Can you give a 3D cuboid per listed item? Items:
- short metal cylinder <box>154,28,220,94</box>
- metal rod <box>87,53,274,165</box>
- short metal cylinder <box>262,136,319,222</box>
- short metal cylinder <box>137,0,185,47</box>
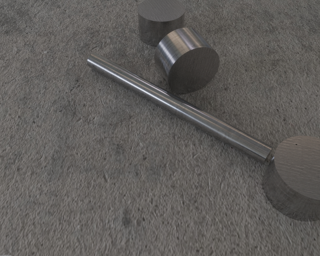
[{"bbox_3d":[0.038,-0.097,0.449,0.081,0.080,0.050,-17,53,-14],"label":"short metal cylinder"},{"bbox_3d":[0.012,-0.037,0.434,0.300,0.025,0.025,31,56,23],"label":"metal rod"},{"bbox_3d":[0.160,0.055,0.342,0.081,0.050,0.080,0,50,0],"label":"short metal cylinder"},{"bbox_3d":[0.002,-0.186,0.544,0.081,0.050,0.080,0,50,0],"label":"short metal cylinder"}]
